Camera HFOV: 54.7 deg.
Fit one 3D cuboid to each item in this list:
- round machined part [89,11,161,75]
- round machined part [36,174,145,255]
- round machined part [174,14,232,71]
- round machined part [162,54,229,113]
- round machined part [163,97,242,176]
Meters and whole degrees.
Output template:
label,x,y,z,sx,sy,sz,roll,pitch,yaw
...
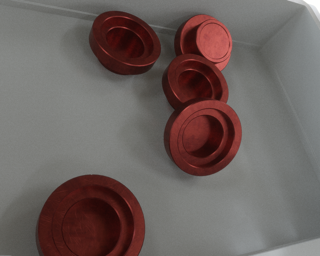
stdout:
label,x,y,z,sx,sy,sz,roll,pitch,yaw
round machined part,-0.052,-0.114,0.438,0.099,0.042,0.098,14,56,-21
round machined part,-0.068,0.098,0.299,0.099,0.042,0.098,14,56,-21
round machined part,0.075,-0.133,0.494,0.099,0.042,0.097,1,88,-27
round machined part,0.047,-0.056,0.453,0.099,0.042,0.098,11,62,-21
round machined part,0.051,0.009,0.397,0.099,0.042,0.097,-5,104,-18
